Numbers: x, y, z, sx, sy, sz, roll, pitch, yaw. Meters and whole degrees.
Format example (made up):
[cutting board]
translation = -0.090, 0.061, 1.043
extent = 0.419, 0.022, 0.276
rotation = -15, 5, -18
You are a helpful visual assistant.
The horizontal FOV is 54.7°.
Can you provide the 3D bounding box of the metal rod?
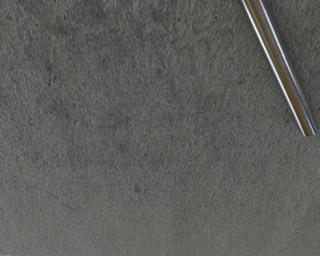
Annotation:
[metal rod]
translation = 0.116, -0.094, 0.328
extent = 0.025, 0.025, 0.300
rotation = -26, 126, 20
